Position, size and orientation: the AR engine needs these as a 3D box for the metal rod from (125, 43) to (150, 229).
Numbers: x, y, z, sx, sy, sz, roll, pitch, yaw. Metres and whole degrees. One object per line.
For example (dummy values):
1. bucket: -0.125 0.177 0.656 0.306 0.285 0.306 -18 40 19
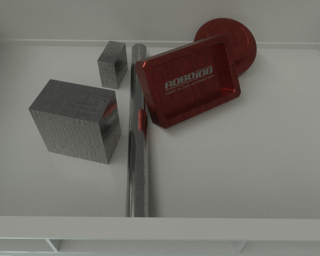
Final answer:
1. metal rod: -0.029 -0.015 0.417 0.025 0.025 0.300 -1 50 -2

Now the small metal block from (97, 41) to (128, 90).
1. small metal block: -0.070 -0.095 0.468 0.025 0.050 0.050 11 51 9

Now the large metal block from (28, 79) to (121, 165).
1. large metal block: -0.097 -0.006 0.373 0.080 0.080 0.050 11 51 9

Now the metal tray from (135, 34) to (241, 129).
1. metal tray: 0.041 -0.064 0.416 0.131 0.089 0.030 -24 20 -19

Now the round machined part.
1. round machined part: 0.101 -0.126 0.476 0.099 0.042 0.098 1 78 -4
